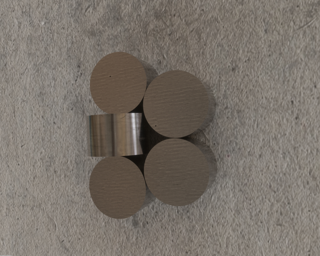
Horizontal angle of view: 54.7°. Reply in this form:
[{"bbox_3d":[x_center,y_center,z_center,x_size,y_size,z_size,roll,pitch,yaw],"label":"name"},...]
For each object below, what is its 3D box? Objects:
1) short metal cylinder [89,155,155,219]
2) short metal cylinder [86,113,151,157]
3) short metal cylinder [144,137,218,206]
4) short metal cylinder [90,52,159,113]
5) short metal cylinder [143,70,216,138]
[{"bbox_3d":[-0.046,0.074,0.413,0.080,0.050,0.080,0,90,21],"label":"short metal cylinder"},{"bbox_3d":[-0.053,0.008,0.400,0.080,0.080,0.050,-3,89,20],"label":"short metal cylinder"},{"bbox_3d":[0.027,0.052,0.387,0.080,0.050,0.080,0,91,21],"label":"short metal cylinder"},{"bbox_3d":[-0.045,-0.056,0.413,0.080,0.050,0.080,0,90,21],"label":"short metal cylinder"},{"bbox_3d":[0.026,-0.028,0.387,0.080,0.050,0.080,0,91,20],"label":"short metal cylinder"}]
